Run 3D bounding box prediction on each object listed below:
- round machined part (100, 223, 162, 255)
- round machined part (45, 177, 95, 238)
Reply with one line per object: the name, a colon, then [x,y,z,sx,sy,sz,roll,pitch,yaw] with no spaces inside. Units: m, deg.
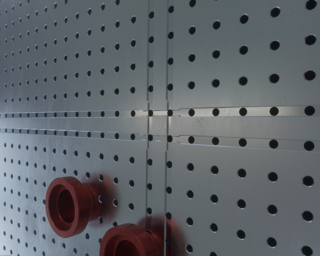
round machined part: [-0.036,0.181,0.429,0.098,0.042,0.097,0,90,40]
round machined part: [-0.148,0.130,0.522,0.098,0.042,0.097,0,90,40]
